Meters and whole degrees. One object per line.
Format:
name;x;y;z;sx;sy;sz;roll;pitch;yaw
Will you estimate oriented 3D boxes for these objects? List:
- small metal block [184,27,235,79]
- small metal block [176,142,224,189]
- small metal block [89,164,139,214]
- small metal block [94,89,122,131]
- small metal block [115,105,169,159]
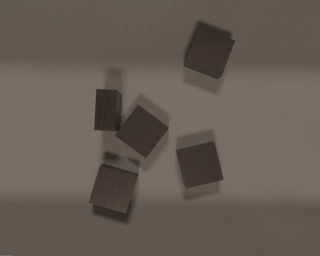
small metal block;0.065;-0.099;0.412;0.050;0.025;0.050;21;90;-1
small metal block;0.052;0.048;0.412;0.050;0.025;0.050;-13;90;-1
small metal block;-0.061;0.079;0.411;0.050;0.025;0.050;17;90;-1
small metal block;-0.066;-0.022;0.398;0.025;0.050;0.050;3;90;0
small metal block;-0.023;0.004;0.411;0.050;0.025;0.050;37;90;-1
